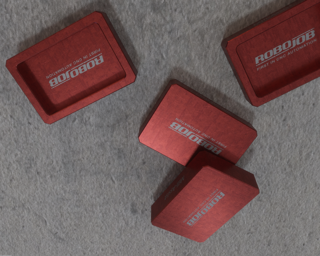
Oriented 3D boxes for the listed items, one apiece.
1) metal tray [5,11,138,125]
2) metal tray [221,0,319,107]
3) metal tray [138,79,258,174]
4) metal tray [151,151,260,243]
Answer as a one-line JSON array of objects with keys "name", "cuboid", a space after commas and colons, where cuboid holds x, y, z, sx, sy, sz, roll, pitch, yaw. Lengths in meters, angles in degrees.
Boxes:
[{"name": "metal tray", "cuboid": [-0.105, -0.072, 0.379, 0.130, 0.030, 0.090, -26, 109, 8]}, {"name": "metal tray", "cuboid": [0.152, -0.094, 0.374, 0.130, 0.030, 0.090, -27, 108, 9]}, {"name": "metal tray", "cuboid": [0.049, 0.006, 0.410, 0.131, 0.030, 0.090, 29, 107, -11]}, {"name": "metal tray", "cuboid": [0.058, 0.099, 0.423, 0.090, 0.030, 0.129, 26, 121, -18]}]
